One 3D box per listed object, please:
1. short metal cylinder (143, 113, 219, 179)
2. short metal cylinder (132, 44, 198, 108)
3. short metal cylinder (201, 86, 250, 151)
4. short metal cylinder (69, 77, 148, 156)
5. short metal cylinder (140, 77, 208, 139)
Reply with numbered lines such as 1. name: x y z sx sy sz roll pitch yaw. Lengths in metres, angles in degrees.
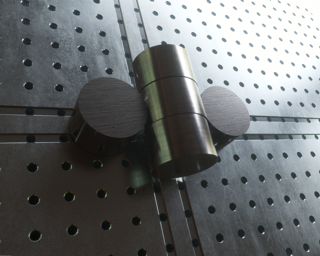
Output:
1. short metal cylinder: 0.024 0.024 0.372 0.081 0.080 0.050 1 61 -28
2. short metal cylinder: 0.006 -0.066 0.417 0.081 0.080 0.050 3 61 -27
3. short metal cylinder: 0.081 -0.013 0.445 0.081 0.050 0.080 14 56 -21
4. short metal cylinder: -0.062 -0.013 0.367 0.081 0.050 0.080 14 56 -21
5. short metal cylinder: 0.015 -0.021 0.395 0.081 0.080 0.050 2 61 -28
